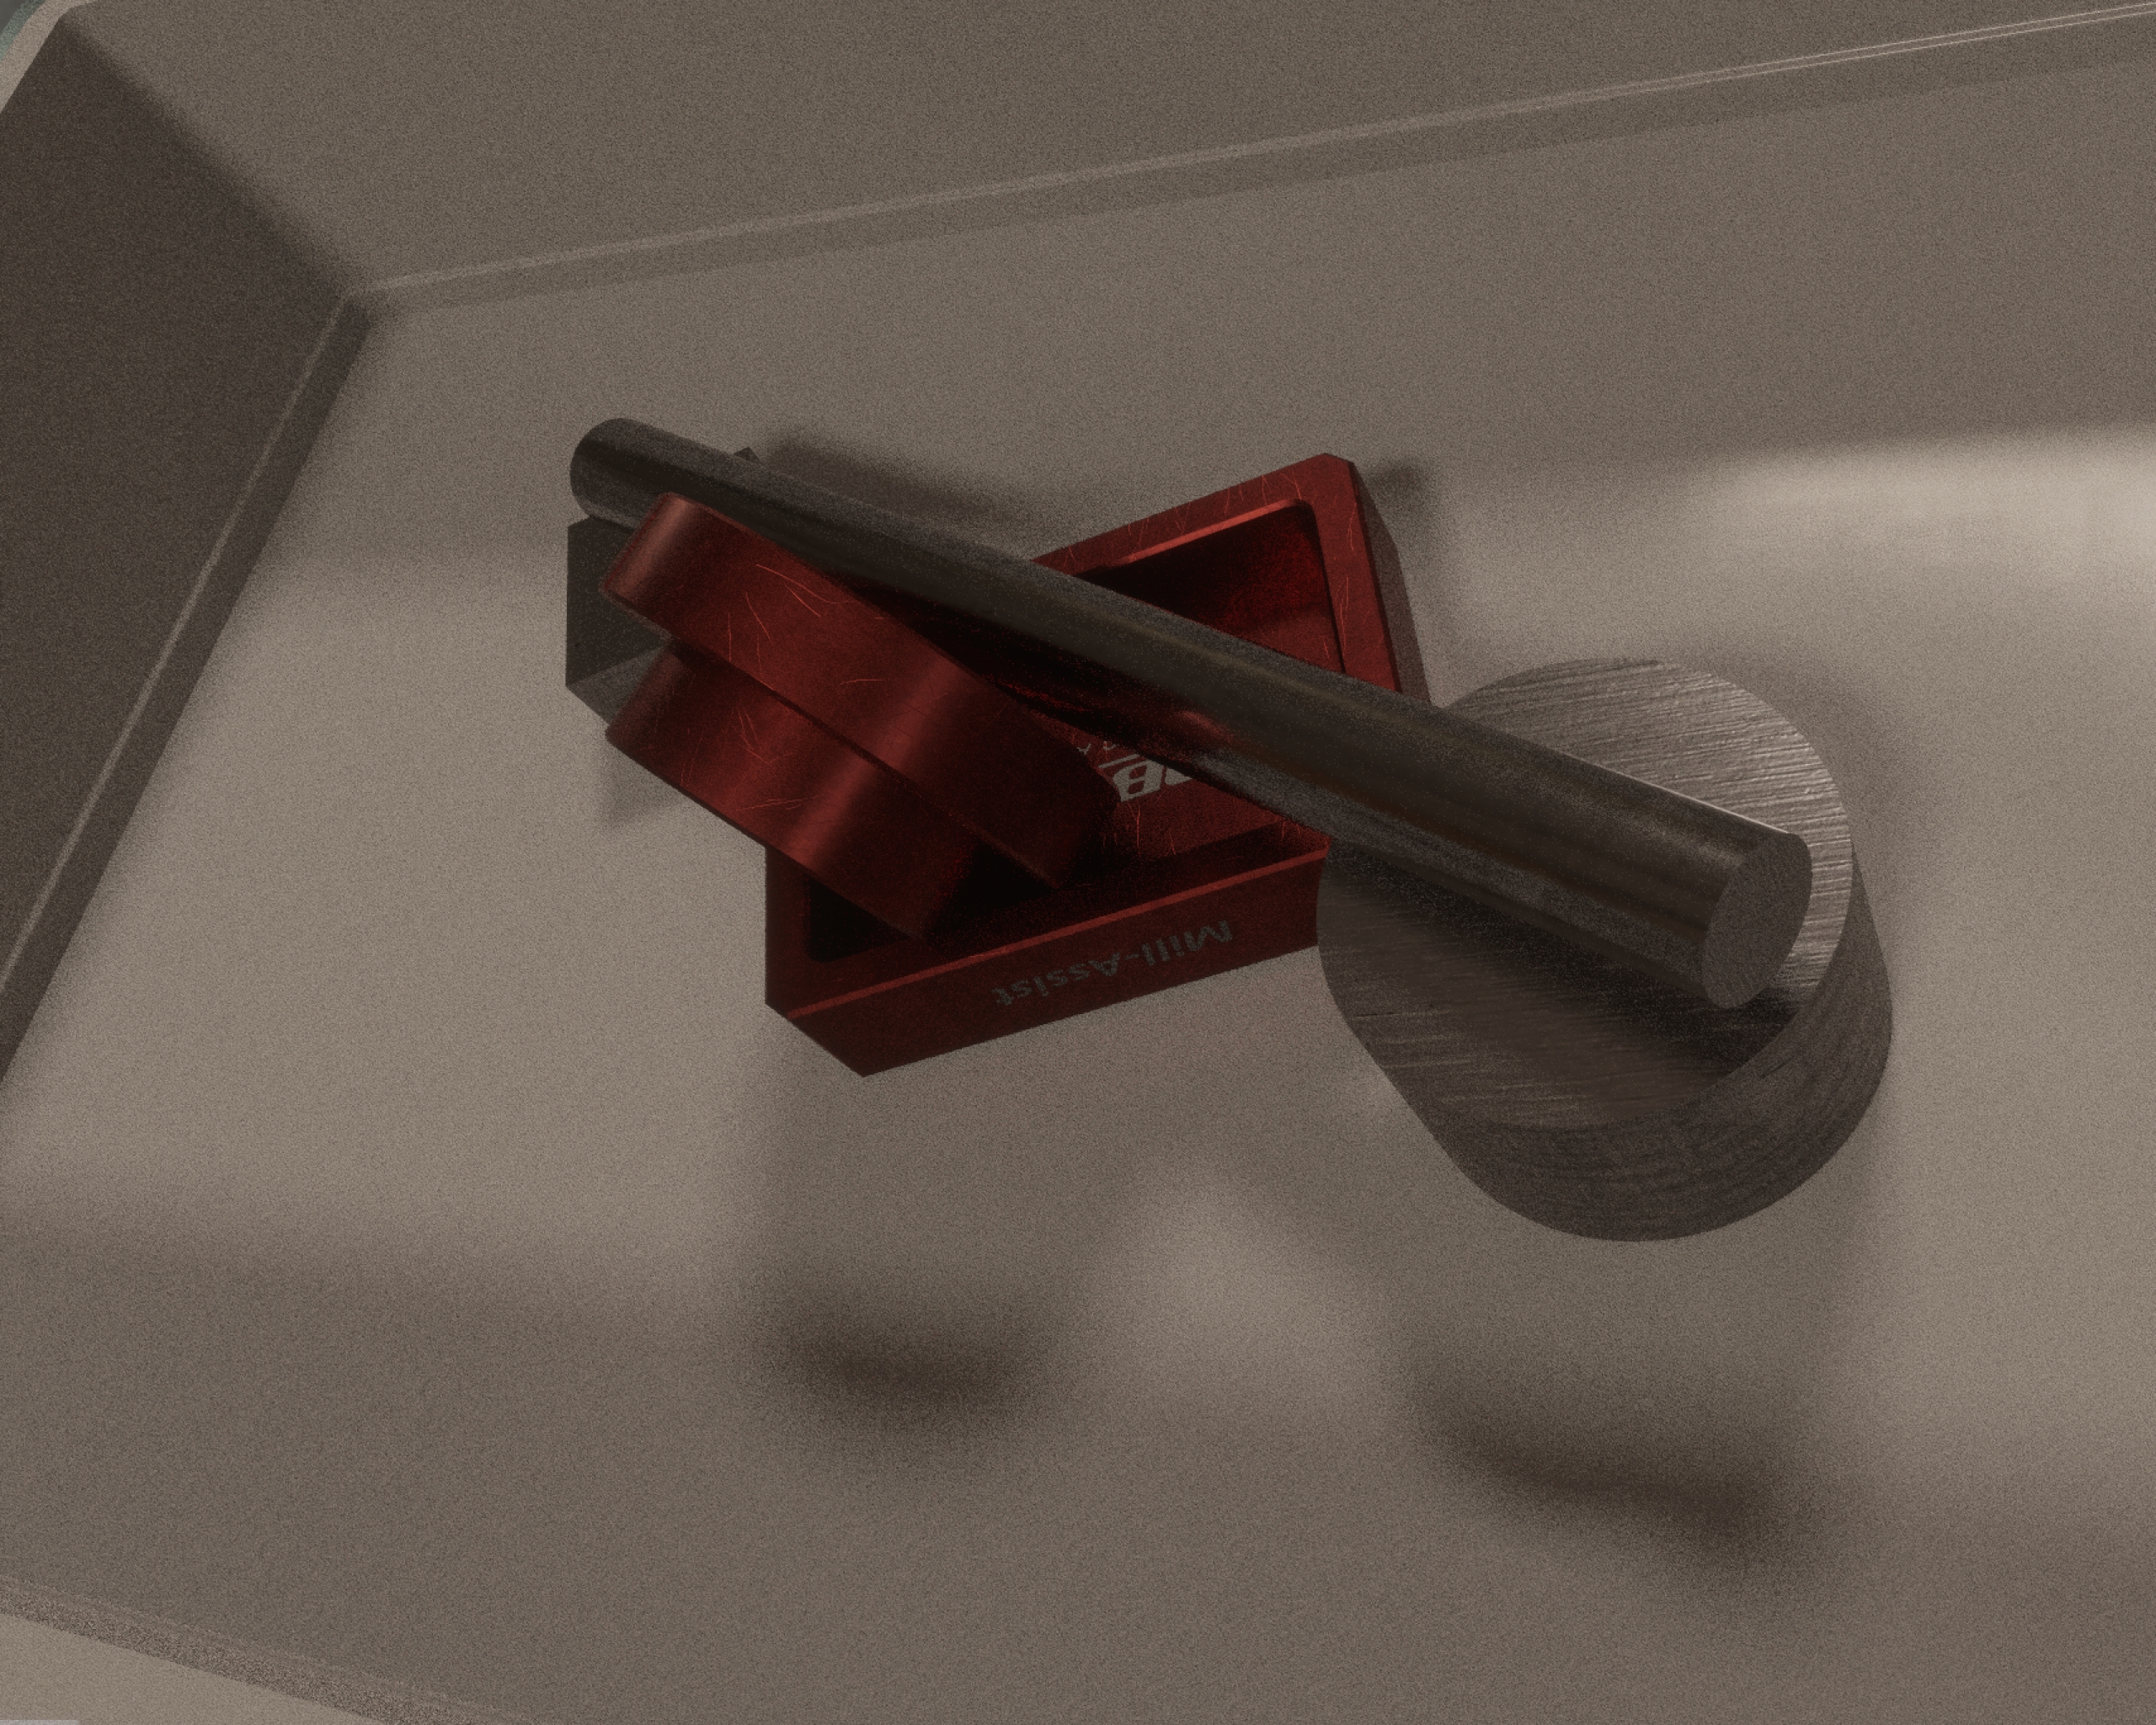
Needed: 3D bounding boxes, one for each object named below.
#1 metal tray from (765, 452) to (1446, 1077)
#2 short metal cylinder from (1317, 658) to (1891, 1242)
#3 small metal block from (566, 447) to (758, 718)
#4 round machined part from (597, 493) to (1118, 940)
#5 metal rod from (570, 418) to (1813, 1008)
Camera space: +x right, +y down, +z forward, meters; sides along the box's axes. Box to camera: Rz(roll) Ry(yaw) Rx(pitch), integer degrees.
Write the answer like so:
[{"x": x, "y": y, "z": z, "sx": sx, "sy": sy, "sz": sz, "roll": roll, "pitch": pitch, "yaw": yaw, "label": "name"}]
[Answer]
[{"x": 0.003, "y": -0.019, "z": 0.408, "sx": 0.130, "sy": 0.030, "sz": 0.090, "roll": -17, "pitch": 55, "yaw": 17, "label": "metal tray"}, {"x": 0.085, "y": 0.014, "z": 0.334, "sx": 0.080, "sy": 0.050, "sz": 0.080, "roll": -13, "pitch": 56, "yaw": 20, "label": "short metal cylinder"}, {"x": -0.091, "y": -0.062, "z": 0.488, "sx": 0.050, "sy": 0.025, "sz": 0.050, "roll": -20, "pitch": 54, "yaw": 16, "label": "small metal block"}, {"x": -0.045, "y": -0.021, "z": 0.375, "sx": 0.098, "sy": 0.098, "sz": 0.042, "roll": 31, "pitch": 87, "yaw": 37, "label": "round machined part"}, {"x": -0.008, "y": -0.041, "z": 0.379, "sx": 0.300, "sy": 0.025, "sz": 0.025, "roll": 27, "pitch": 76, "yaw": 43, "label": "metal rod"}]
